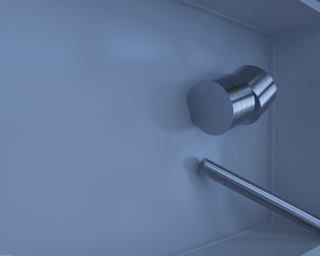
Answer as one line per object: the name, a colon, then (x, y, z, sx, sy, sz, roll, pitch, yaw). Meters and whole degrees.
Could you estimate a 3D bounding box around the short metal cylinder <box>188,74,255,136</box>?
short metal cylinder: (0.087, -0.034, 0.446, 0.050, 0.080, 0.079, -22, 104, -38)

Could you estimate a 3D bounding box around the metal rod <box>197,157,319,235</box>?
metal rod: (0.194, 0.125, 0.486, 0.301, 0.025, 0.025, 28, 70, -8)

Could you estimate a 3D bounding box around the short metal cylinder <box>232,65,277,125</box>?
short metal cylinder: (0.133, -0.051, 0.485, 0.050, 0.080, 0.080, -41, 115, -33)
